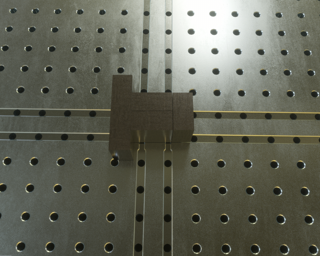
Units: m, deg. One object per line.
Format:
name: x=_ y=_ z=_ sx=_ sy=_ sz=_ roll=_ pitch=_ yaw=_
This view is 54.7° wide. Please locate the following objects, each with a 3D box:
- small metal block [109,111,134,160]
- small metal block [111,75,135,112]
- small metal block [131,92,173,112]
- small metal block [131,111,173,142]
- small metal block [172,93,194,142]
small metal block: x=-0.048 y=0.011 z=0.393 sx=0.025 sy=0.050 sz=0.050 roll=0 pitch=70 yaw=0
small metal block: x=-0.048 y=-0.036 z=0.410 sx=0.025 sy=0.050 sz=0.050 roll=0 pitch=70 yaw=0
small metal block: x=-0.010 y=-0.024 z=0.406 sx=0.050 sy=0.050 sz=0.025 roll=0 pitch=70 yaw=-1
small metal block: x=-0.010 y=-0.001 z=0.398 sx=0.050 sy=0.050 sz=0.025 roll=0 pitch=70 yaw=-1
small metal block: x=0.028 y=-0.013 z=0.403 sx=0.025 sy=0.050 sz=0.050 roll=0 pitch=70 yaw=0
